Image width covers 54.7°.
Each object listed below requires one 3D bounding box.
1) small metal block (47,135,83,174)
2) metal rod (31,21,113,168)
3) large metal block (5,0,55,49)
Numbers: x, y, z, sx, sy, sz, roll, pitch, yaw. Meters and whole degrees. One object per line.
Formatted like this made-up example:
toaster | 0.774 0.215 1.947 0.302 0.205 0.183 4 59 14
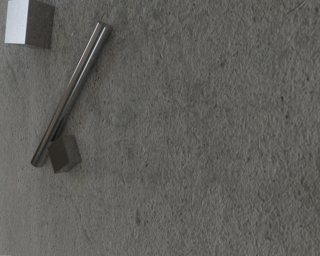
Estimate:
small metal block | -0.166 0.046 0.539 0.050 0.025 0.050 -34 69 34
metal rod | -0.160 -0.045 0.533 0.025 0.025 0.298 49 118 28
large metal block | -0.249 -0.197 0.591 0.080 0.050 0.079 14 99 38
